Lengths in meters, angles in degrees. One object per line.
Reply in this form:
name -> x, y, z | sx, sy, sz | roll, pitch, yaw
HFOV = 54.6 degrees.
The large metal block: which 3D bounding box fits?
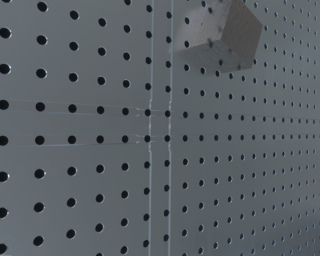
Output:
large metal block -> 0.109, -0.144, 0.482 | 0.080, 0.050, 0.080 | 30, 72, -36
